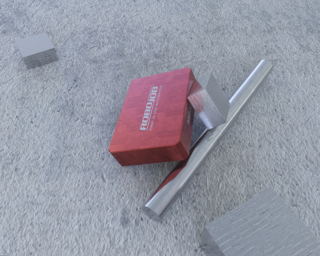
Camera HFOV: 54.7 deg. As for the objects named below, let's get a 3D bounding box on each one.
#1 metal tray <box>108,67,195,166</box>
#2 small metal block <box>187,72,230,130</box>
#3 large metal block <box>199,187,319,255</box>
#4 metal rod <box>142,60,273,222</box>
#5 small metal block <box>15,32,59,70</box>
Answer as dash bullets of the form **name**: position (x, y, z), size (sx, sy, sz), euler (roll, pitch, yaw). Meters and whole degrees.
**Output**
- **metal tray**: position (-0.004, -0.017, 0.392), size (0.090, 0.030, 0.130), euler (-8, 46, 23)
- **small metal block**: position (0.063, -0.034, 0.390), size (0.025, 0.050, 0.050), euler (-24, 22, 30)
- **large metal block**: position (0.095, 0.116, 0.291), size (0.081, 0.050, 0.080), euler (-24, 54, -19)
- **metal rod**: position (0.078, -0.003, 0.406), size (0.025, 0.025, 0.301), euler (29, 55, 21)
- **small metal block**: position (-0.202, -0.127, 0.507), size (0.050, 0.025, 0.050), euler (-24, 54, -20)
